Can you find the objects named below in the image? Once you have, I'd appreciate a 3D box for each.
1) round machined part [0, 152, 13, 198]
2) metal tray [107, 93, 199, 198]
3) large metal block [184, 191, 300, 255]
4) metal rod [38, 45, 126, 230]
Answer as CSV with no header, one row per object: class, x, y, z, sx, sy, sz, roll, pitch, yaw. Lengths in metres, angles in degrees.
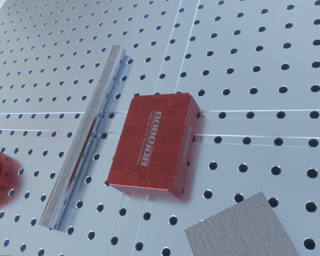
round machined part,-0.292,0.079,0.502,0.098,0.042,0.098,-13,56,21
metal tray,-0.007,0.019,0.397,0.090,0.030,0.130,0,61,28
large metal block,0.080,0.117,0.279,0.080,0.050,0.080,-30,52,9
metal rod,-0.108,-0.001,0.465,0.025,0.025,0.300,2,63,29
